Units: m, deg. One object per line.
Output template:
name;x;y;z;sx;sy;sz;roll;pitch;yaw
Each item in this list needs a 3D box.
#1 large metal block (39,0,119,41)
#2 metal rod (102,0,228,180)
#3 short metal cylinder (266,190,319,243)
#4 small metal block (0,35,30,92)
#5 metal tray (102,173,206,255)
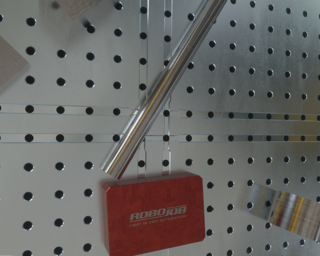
large metal block;-0.088;-0.152;0.351;0.080;0.080;0.050;-42;104;-15
metal rod;0.013;-0.067;0.418;0.025;0.025;0.300;34;79;-17
short metal cylinder;0.206;0.130;0.462;0.080;0.080;0.050;23;82;-19
small metal block;-0.184;-0.073;0.345;0.050;0.025;0.050;46;76;-15
metal tray;-0.006;0.112;0.409;0.131;0.030;0.089;-4;91;-20
